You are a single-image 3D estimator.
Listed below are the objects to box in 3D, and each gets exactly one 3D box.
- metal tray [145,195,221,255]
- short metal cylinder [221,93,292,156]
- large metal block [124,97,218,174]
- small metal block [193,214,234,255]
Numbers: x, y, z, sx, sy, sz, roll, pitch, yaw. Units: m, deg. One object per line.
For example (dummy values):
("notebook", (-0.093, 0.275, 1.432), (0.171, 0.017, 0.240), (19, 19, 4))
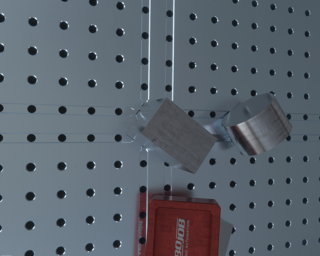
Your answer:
("metal tray", (0.028, 0.157, 0.402), (0.091, 0.030, 0.129), (4, 89, 4))
("short metal cylinder", (0.134, -0.005, 0.433), (0.080, 0.080, 0.050), (-38, 103, -16))
("large metal block", (0.010, 0.009, 0.387), (0.080, 0.080, 0.050), (38, 78, -16))
("small metal block", (0.070, 0.153, 0.439), (0.050, 0.025, 0.050), (19, 84, -19))
